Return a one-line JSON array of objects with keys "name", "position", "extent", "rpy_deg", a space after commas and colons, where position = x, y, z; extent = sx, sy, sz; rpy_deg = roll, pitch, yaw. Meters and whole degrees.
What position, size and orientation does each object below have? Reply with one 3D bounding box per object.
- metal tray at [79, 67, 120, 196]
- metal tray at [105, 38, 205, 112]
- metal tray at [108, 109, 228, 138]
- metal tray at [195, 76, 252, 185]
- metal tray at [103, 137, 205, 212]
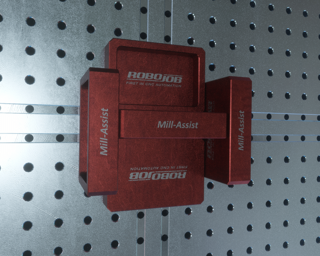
[{"name": "metal tray", "position": [-0.072, 0.004, 0.352], "extent": [0.030, 0.090, 0.129], "rpy_deg": [1, 90, -20]}, {"name": "metal tray", "position": [-0.005, -0.064, 0.409], "extent": [0.131, 0.030, 0.089], "rpy_deg": [1, 90, -21]}, {"name": "metal tray", "position": [0.004, -0.004, 0.379], "extent": [0.131, 0.090, 0.030], "rpy_deg": [1, 90, -20]}, {"name": "metal tray", "position": [0.081, 0.003, 0.409], "extent": [0.030, 0.090, 0.129], "rpy_deg": [1, 90, -20]}, {"name": "metal tray", "position": [-0.006, 0.057, 0.407], "extent": [0.131, 0.030, 0.089], "rpy_deg": [1, 90, -21]}]
